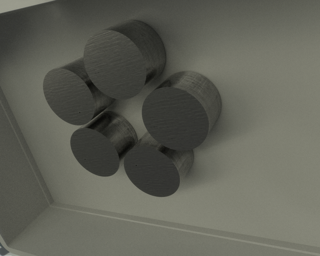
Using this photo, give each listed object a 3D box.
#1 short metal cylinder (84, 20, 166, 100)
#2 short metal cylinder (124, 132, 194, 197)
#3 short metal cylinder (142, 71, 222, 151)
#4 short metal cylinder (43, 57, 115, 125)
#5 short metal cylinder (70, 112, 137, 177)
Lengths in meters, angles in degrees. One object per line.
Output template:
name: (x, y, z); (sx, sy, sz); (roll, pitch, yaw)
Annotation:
short metal cylinder: (-0.041, -0.080, 0.362); (0.080, 0.050, 0.079); (13, 124, 21)
short metal cylinder: (-0.001, 0.046, 0.419); (0.080, 0.050, 0.079); (13, 124, 21)
short metal cylinder: (0.026, -0.020, 0.364); (0.080, 0.050, 0.079); (13, 124, 21)
short metal cylinder: (-0.107, -0.050, 0.415); (0.080, 0.050, 0.079); (13, 124, 21)
short metal cylinder: (-0.080, 0.023, 0.446); (0.080, 0.050, 0.079); (13, 124, 21)
